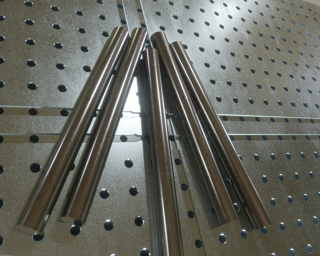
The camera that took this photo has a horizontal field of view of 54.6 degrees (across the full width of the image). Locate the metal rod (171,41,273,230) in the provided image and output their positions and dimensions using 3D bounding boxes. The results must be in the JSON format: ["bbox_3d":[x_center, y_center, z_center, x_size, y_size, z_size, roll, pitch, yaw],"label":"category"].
[{"bbox_3d":[0.079,-0.002,0.451,0.025,0.025,0.299,-10,67,-32],"label":"metal rod"}]

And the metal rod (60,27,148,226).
[{"bbox_3d":[-0.059,-0.027,0.393,0.025,0.025,0.300,23,53,-14],"label":"metal rod"}]

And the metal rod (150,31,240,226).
[{"bbox_3d":[0.041,-0.014,0.438,0.025,0.025,0.299,-5,64,-30],"label":"metal rod"}]

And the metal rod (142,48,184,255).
[{"bbox_3d":[0.000,0.018,0.397,0.025,0.025,0.299,8,58,-24],"label":"metal rod"}]

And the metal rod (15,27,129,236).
[{"bbox_3d":[-0.089,-0.023,0.373,0.025,0.025,0.300,25,53,-13],"label":"metal rod"}]
